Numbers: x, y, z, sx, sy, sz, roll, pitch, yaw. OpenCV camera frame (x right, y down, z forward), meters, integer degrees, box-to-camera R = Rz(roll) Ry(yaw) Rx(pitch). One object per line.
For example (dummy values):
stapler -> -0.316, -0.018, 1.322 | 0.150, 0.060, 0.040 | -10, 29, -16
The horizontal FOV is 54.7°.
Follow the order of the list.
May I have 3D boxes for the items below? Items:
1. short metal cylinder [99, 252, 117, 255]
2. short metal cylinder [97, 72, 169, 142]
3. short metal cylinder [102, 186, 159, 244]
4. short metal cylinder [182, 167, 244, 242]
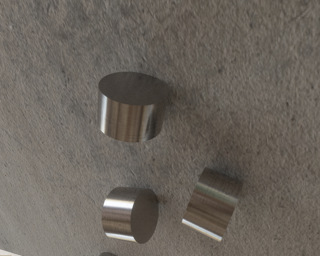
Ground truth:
short metal cylinder -> -0.104, 0.301, 0.630 | 0.080, 0.050, 0.079 | 13, 124, 20
short metal cylinder -> -0.033, -0.027, 0.371 | 0.080, 0.080, 0.050 | 21, 126, 15
short metal cylinder -> -0.043, 0.132, 0.474 | 0.050, 0.080, 0.080 | -2, 118, 29
short metal cylinder -> 0.067, 0.096, 0.394 | 0.050, 0.080, 0.079 | 22, 127, 14
